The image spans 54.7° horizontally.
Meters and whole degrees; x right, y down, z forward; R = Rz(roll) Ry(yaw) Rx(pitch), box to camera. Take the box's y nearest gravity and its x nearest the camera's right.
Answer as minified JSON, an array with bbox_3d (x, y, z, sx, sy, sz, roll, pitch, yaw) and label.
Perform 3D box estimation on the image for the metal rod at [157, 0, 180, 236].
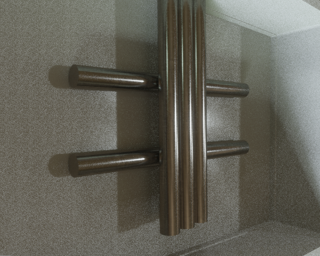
[{"bbox_3d":[0.011,-0.021,0.380,0.025,0.025,0.298,-1,91,-40],"label":"metal rod"}]

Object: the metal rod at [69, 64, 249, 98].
[{"bbox_3d":[0.024,-0.059,0.425,0.302,0.025,0.025,-2,92,-40],"label":"metal rod"}]

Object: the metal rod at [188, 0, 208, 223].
[{"bbox_3d":[0.049,-0.026,0.412,0.025,0.025,0.298,-1,91,-40],"label":"metal rod"}]

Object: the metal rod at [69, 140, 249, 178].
[{"bbox_3d":[0.024,0.036,0.425,0.302,0.025,0.025,-2,91,-40],"label":"metal rod"}]

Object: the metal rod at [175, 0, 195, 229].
[{"bbox_3d":[0.031,-0.023,0.396,0.025,0.025,0.298,-1,91,-40],"label":"metal rod"}]
